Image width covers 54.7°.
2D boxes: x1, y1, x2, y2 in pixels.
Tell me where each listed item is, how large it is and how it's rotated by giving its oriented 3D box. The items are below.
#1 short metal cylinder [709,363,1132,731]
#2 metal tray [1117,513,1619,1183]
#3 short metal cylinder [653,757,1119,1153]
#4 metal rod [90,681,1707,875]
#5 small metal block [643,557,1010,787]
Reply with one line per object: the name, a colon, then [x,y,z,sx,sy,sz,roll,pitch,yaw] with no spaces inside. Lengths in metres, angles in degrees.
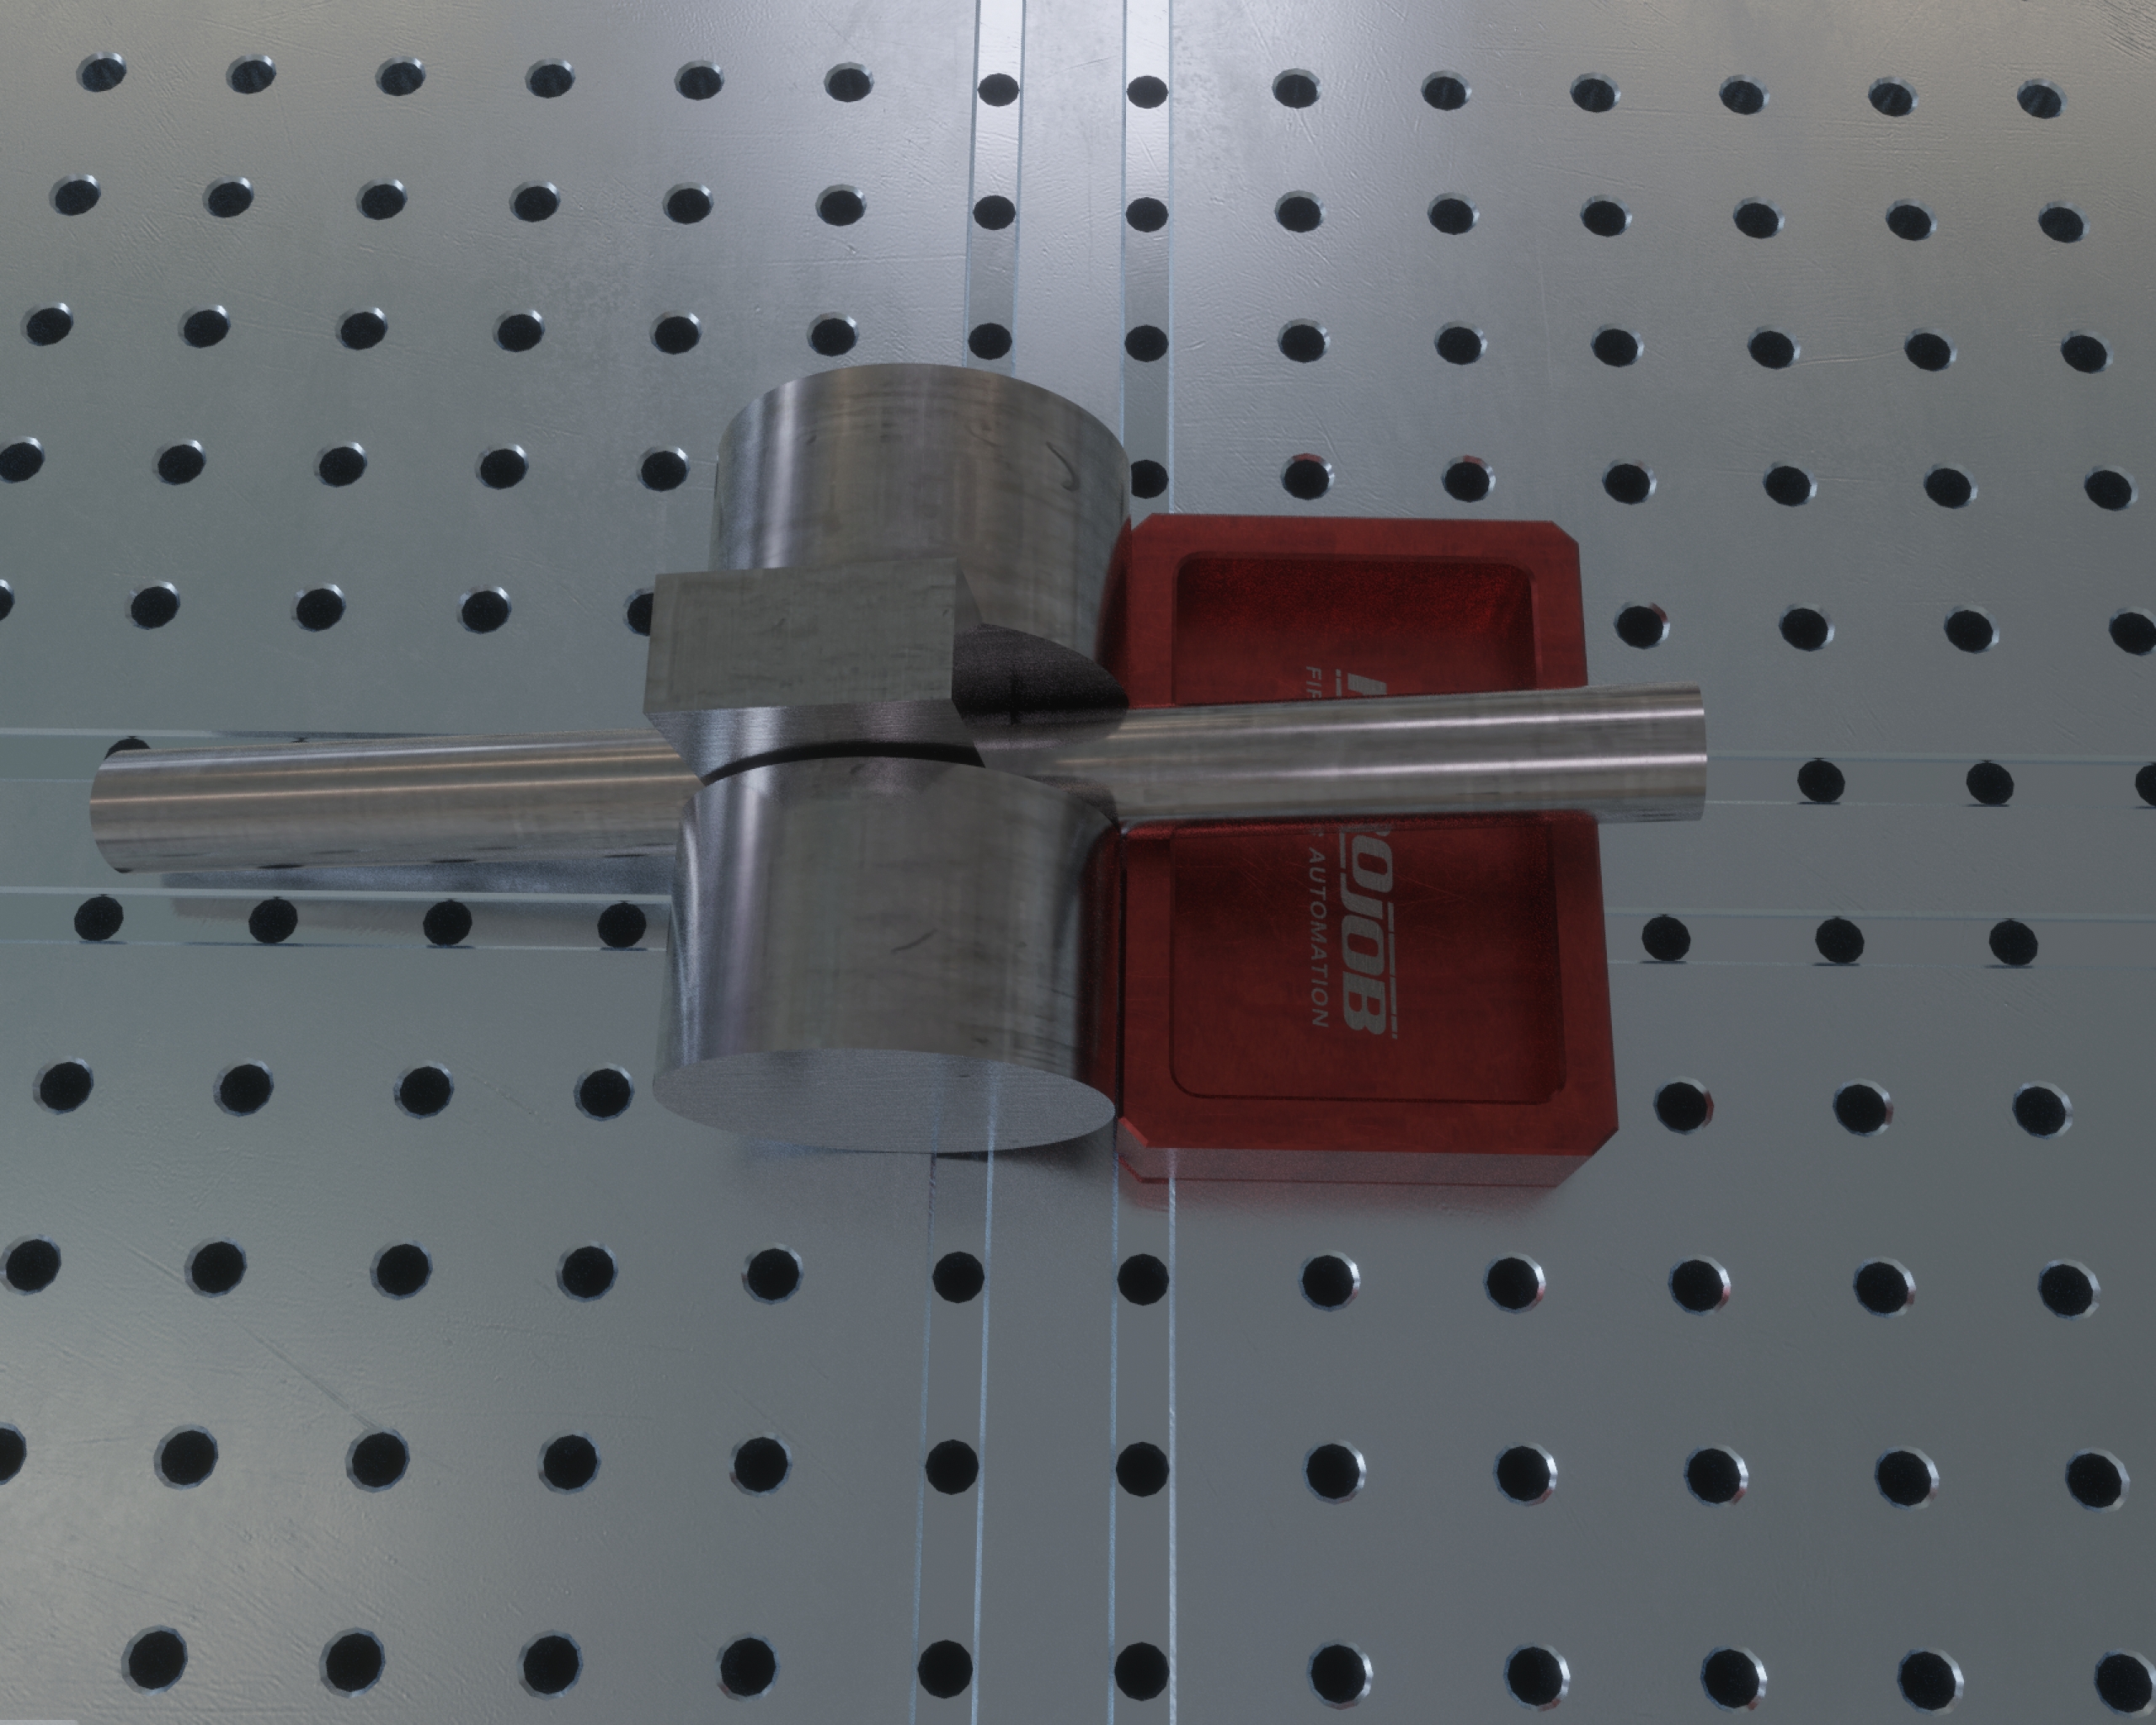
short metal cylinder: [-0.030,-0.052,0.399,0.081,0.080,0.050,1,70,0]
metal tray: [0.054,-0.004,0.411,0.091,0.030,0.130,1,70,0]
short metal cylinder: [-0.033,0.019,0.375,0.081,0.080,0.050,1,70,0]
metal rod: [-0.039,-0.015,0.392,0.301,0.025,0.025,-2,70,8]
small metal block: [-0.041,-0.028,0.358,0.050,0.050,0.025,-2,70,8]
